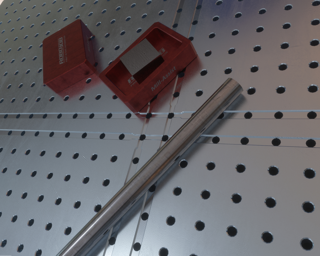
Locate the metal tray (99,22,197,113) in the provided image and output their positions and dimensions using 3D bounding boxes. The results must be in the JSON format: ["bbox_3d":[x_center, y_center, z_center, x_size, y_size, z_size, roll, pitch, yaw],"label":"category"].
[{"bbox_3d":[-0.020,-0.095,0.472,0.130,0.030,0.090,-44,51,-3],"label":"metal tray"}]

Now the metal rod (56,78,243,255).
[{"bbox_3d":[-0.009,0.053,0.379,0.300,0.025,0.025,-46,51,-4],"label":"metal rod"}]

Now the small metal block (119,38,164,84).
[{"bbox_3d":[-0.025,-0.099,0.464,0.050,0.025,0.050,-37,51,3],"label":"small metal block"}]

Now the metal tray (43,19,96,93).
[{"bbox_3d":[-0.172,-0.136,0.576,0.090,0.030,0.130,-26,53,12],"label":"metal tray"}]
